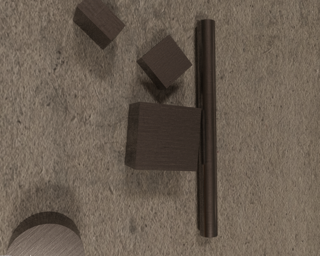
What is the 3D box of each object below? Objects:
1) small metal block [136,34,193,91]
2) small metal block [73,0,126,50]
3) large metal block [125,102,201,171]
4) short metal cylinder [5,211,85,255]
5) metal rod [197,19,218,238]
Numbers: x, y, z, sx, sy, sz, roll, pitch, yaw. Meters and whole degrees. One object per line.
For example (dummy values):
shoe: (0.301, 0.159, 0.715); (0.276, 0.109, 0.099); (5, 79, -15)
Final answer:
small metal block: (0.006, -0.086, 0.412); (0.050, 0.025, 0.050); (-44, 104, -15)
small metal block: (-0.074, -0.125, 0.369); (0.050, 0.050, 0.025); (44, 76, -15)
large metal block: (0.003, 0.012, 0.398); (0.081, 0.050, 0.080); (5, 89, -20)
short metal cylinder: (-0.129, 0.140, 0.349); (0.081, 0.050, 0.079); (0, 90, -21)
metal rod: (0.067, 0.001, 0.434); (0.025, 0.025, 0.298); (-1, 90, -20)
